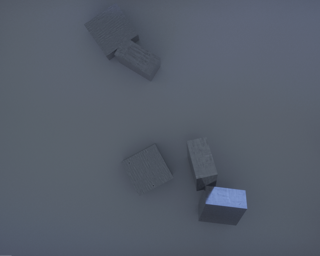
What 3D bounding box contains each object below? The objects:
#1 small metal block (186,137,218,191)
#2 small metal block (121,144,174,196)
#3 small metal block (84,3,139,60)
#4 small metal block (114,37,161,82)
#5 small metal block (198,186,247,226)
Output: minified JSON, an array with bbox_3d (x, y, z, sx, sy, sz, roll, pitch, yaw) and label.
[{"bbox_3d":[0.052,0.046,0.390,0.025,0.050,0.050,-13,62,0],"label":"small metal block"},{"bbox_3d":[-0.017,0.054,0.411,0.050,0.025,0.050,-28,90,0],"label":"small metal block"},{"bbox_3d":[-0.063,-0.127,0.411,0.050,0.025,0.050,-35,90,0],"label":"small metal block"},{"bbox_3d":[-0.027,-0.087,0.398,0.050,0.050,0.025,31,90,0],"label":"small metal block"},{"bbox_3d":[0.079,0.100,0.397,0.050,0.050,0.025,7,49,0],"label":"small metal block"}]
